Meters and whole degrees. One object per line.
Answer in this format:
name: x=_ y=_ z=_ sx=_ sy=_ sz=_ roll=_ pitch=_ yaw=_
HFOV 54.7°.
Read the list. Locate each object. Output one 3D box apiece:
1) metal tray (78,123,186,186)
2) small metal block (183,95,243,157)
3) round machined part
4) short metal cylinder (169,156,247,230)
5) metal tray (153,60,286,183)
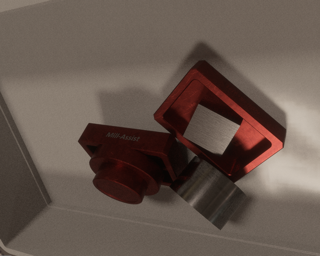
metal tray: x=-0.035 y=0.038 z=0.424 sx=0.130 sy=0.030 sz=0.090 roll=7 pitch=145 yaw=24
small metal block: x=0.061 y=-0.002 z=0.358 sx=0.050 sy=0.025 sz=0.050 roll=29 pitch=128 yaw=9
round machined part: x=-0.048 y=0.066 z=0.404 sx=0.098 sy=0.042 sz=0.098 roll=16 pitch=148 yaw=11
short metal cylinder: x=0.059 y=0.079 z=0.383 sx=0.080 sy=0.050 sz=0.080 roll=40 pitch=174 yaw=6
metal tray: x=0.068 y=-0.004 z=0.366 sx=0.130 sy=0.030 sz=0.089 roll=40 pitch=129 yaw=0
